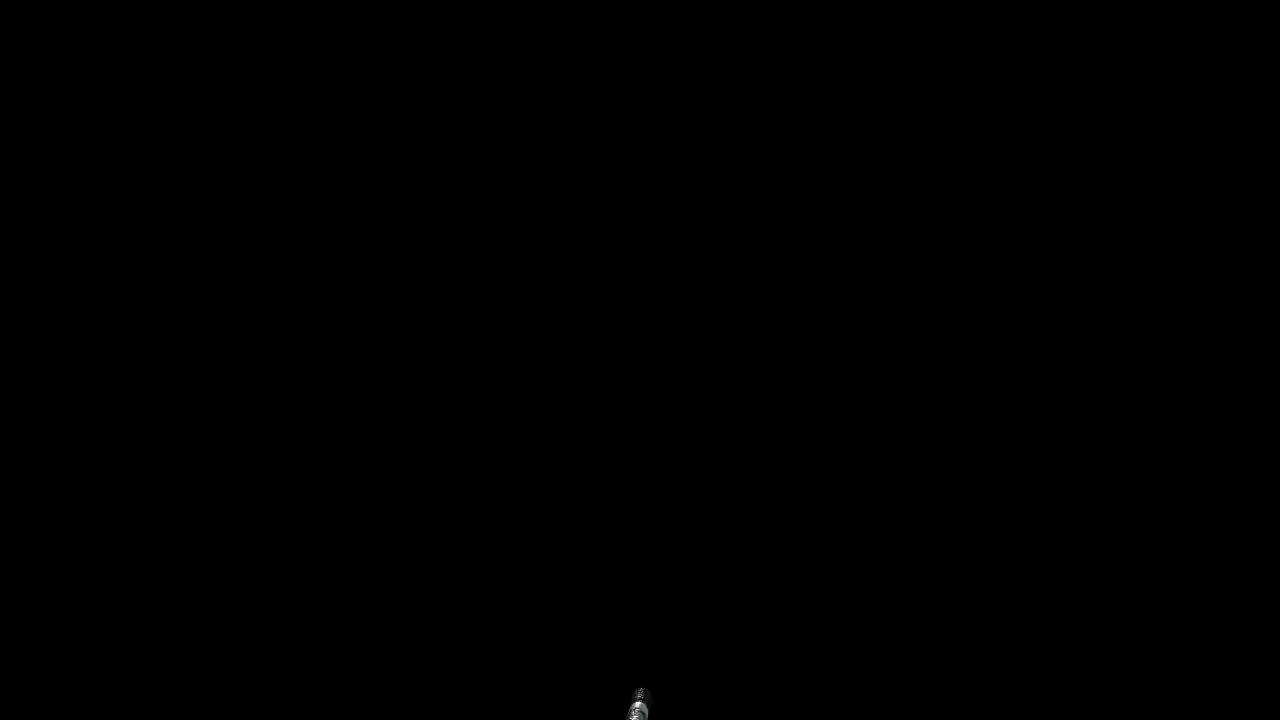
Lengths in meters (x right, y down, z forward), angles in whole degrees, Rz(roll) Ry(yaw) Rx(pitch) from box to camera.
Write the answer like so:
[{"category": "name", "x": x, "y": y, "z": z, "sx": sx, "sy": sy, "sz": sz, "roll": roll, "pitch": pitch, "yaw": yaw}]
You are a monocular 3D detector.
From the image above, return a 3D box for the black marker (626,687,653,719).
[{"category": "black marker", "x": -0.005, "y": 0.298, "z": 0.495, "sx": 0.020, "sy": 0.020, "sz": 0.121, "roll": 0, "pitch": -4, "yaw": 7}]
